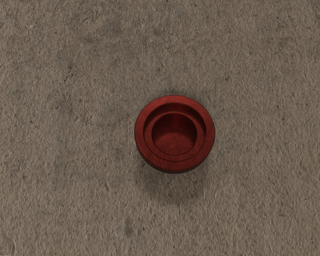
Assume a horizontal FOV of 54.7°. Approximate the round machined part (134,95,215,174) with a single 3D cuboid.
[{"bbox_3d":[0.018,0.011,0.395,0.099,0.042,0.098,0,70,-1],"label":"round machined part"}]
